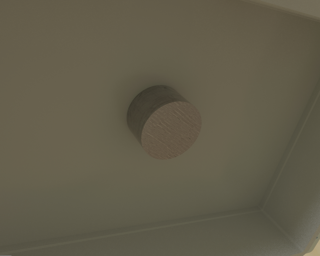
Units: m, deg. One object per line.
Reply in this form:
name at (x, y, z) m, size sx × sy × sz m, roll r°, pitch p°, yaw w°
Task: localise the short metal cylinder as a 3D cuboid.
short metal cylinder at (0.005, -0.007, 0.390) m, size 0.081 × 0.050 × 0.080 m, roll -14°, pitch 124°, yaw -21°
